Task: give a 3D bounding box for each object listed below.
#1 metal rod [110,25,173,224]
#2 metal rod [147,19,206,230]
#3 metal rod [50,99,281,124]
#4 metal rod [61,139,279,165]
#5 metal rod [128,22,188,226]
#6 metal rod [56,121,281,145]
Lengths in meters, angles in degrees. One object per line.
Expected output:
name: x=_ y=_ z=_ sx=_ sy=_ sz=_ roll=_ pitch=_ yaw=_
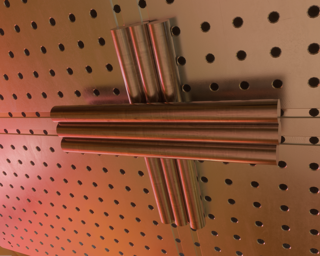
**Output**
metal rod: x=-0.016 y=0.013 z=0.429 sx=0.025 sy=0.025 sz=0.298 roll=2 pitch=119 yaw=27
metal rod: x=0.028 y=0.014 z=0.406 sx=0.025 sy=0.025 sz=0.298 roll=2 pitch=119 yaw=27
metal rod: x=-0.015 y=-0.018 z=0.376 sx=0.300 sy=0.025 sz=0.025 roll=1 pitch=119 yaw=28
metal rod: x=-0.008 y=0.026 z=0.399 sx=0.300 sy=0.025 sz=0.025 roll=1 pitch=119 yaw=28
metal rod: x=0.005 y=0.013 z=0.417 sx=0.025 sy=0.025 sz=0.298 roll=2 pitch=119 yaw=27
metal rod: x=-0.010 y=0.004 z=0.387 sx=0.300 sy=0.025 sz=0.025 roll=1 pitch=119 yaw=28
